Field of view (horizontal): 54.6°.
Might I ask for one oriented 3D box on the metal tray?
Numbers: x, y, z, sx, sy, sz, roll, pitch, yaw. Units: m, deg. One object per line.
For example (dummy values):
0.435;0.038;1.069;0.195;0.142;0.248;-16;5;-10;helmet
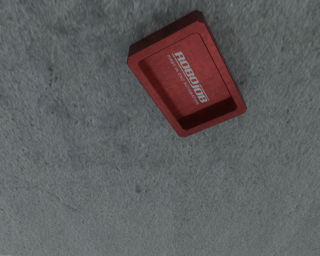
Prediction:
0.034;-0.054;0.357;0.090;0.030;0.130;-24;127;18;metal tray
